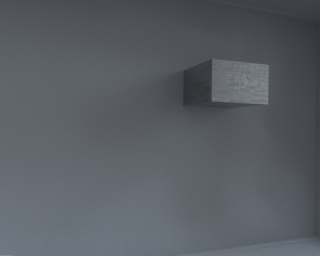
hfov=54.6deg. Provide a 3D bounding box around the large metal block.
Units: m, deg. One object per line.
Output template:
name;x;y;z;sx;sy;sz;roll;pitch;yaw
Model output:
large metal block;0.085;-0.055;0.412;0.081;0.080;0.050;1;90;-20
